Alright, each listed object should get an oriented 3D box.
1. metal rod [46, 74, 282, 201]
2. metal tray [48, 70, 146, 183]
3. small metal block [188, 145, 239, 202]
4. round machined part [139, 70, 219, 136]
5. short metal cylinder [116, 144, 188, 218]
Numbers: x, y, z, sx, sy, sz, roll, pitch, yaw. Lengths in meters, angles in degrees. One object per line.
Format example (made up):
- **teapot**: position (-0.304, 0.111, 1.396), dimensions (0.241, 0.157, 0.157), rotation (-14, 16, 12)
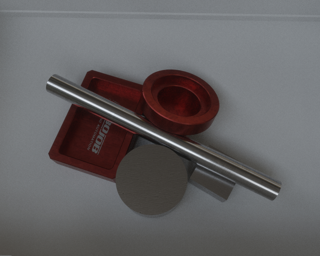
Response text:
- **metal rod**: position (-0.001, 0.008, 0.374), dimensions (0.301, 0.025, 0.025), rotation (26, 72, 6)
- **metal tray**: position (-0.074, -0.004, 0.405), dimensions (0.090, 0.030, 0.130), rotation (18, 71, 6)
- **small metal block**: position (0.070, 0.057, 0.388), dimensions (0.050, 0.025, 0.050), rotation (30, 72, 10)
- **round machined part**: position (0.022, -0.028, 0.396), dimensions (0.099, 0.042, 0.098), rotation (9, 47, -10)
- **short metal cylinder**: position (-0.009, 0.065, 0.370), dimensions (0.081, 0.050, 0.080), rotation (0, 70, 0)
